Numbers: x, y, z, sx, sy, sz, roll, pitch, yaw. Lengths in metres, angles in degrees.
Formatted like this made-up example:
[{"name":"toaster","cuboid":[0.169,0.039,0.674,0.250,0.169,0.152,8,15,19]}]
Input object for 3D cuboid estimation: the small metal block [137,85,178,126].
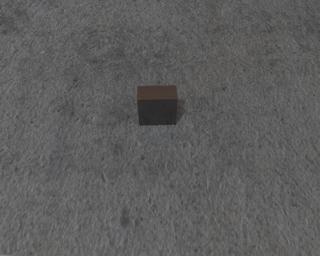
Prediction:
[{"name":"small metal block","cuboid":[-0.004,-0.029,0.412,0.050,0.050,0.025,-2,50,-2]}]
